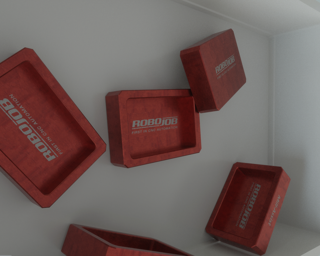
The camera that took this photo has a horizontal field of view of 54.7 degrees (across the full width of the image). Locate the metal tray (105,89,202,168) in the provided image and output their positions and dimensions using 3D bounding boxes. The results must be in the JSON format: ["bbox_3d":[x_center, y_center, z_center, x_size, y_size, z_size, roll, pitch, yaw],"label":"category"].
[{"bbox_3d":[-0.003,-0.004,0.402,0.131,0.030,0.089,-7,95,-40],"label":"metal tray"}]

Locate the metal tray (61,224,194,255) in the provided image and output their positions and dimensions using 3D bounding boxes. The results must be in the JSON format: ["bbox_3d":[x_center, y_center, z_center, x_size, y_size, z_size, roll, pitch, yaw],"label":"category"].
[{"bbox_3d":[-0.029,0.141,0.342,0.131,0.090,0.030,26,74,-37],"label":"metal tray"}]

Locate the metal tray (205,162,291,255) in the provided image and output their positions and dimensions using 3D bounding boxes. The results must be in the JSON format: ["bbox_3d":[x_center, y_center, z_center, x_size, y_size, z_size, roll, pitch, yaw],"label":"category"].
[{"bbox_3d":[0.137,0.118,0.481,0.030,0.090,0.130,45,63,-31],"label":"metal tray"}]

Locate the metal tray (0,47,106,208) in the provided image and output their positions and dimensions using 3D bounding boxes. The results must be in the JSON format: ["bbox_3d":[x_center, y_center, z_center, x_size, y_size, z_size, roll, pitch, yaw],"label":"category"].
[{"bbox_3d":[-0.124,0.001,0.300,0.090,0.030,0.130,-48,119,-29],"label":"metal tray"}]

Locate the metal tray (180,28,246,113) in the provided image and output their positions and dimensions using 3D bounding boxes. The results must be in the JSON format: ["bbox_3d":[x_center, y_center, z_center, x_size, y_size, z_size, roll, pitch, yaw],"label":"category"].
[{"bbox_3d":[0.083,-0.087,0.455,0.131,0.030,0.090,-40,116,-49],"label":"metal tray"}]
